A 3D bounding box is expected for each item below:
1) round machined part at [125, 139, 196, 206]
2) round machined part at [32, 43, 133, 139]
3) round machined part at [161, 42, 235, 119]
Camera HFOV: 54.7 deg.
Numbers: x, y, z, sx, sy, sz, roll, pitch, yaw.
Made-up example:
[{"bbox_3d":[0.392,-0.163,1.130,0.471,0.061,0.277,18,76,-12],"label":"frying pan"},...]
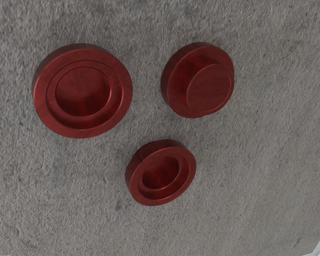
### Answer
[{"bbox_3d":[-0.002,0.057,0.429,0.099,0.042,0.097,-14,124,-21],"label":"round machined part"},{"bbox_3d":[-0.082,-0.041,0.326,0.099,0.042,0.097,-14,124,-21],"label":"round machined part"},{"bbox_3d":[0.054,-0.055,0.391,0.099,0.042,0.097,-14,124,-21],"label":"round machined part"}]
